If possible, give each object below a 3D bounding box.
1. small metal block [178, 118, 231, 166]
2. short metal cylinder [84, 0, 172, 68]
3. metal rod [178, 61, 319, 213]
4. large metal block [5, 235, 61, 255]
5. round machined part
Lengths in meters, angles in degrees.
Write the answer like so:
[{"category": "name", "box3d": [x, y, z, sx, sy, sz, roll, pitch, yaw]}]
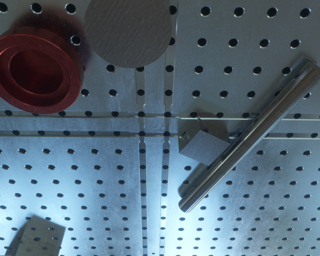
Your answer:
[{"category": "small metal block", "box3d": [0.061, 0.020, 0.430, 0.050, 0.025, 0.050, 24, 126, -20]}, {"category": "short metal cylinder", "box3d": [-0.029, -0.106, 0.304, 0.081, 0.050, 0.079, 0, 130, 0]}, {"category": "metal rod", "box3d": [0.111, 0.032, 0.440, 0.025, 0.025, 0.298, 21, 127, -18]}, {"category": "large metal block", "box3d": [-0.260, 0.265, 0.618, 0.080, 0.050, 0.080, 32, 123, -25]}, {"category": "round machined part", "box3d": [-0.134, -0.066, 0.343, 0.099, 0.042, 0.097, -1, 130, 0]}]
